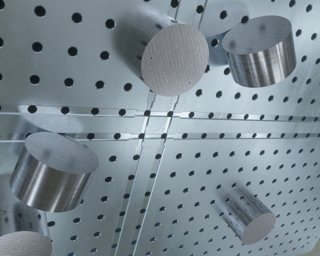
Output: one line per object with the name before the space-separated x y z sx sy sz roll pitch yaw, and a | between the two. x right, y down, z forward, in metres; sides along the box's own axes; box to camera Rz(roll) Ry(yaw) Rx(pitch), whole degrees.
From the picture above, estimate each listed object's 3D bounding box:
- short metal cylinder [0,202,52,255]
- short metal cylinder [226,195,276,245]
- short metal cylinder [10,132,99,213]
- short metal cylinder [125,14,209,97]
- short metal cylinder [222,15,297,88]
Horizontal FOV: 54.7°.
short metal cylinder | -0.179 0.139 0.383 0.081 0.050 0.079 -14 124 -21
short metal cylinder | 0.176 0.178 0.601 0.081 0.050 0.079 -14 124 -21
short metal cylinder | -0.115 0.046 0.341 0.081 0.080 0.050 16 110 -35
short metal cylinder | 0.007 -0.082 0.348 0.081 0.050 0.079 -14 124 -21
short metal cylinder | 0.123 -0.095 0.384 0.080 0.080 0.050 -34 129 -6
